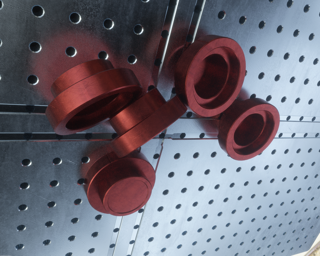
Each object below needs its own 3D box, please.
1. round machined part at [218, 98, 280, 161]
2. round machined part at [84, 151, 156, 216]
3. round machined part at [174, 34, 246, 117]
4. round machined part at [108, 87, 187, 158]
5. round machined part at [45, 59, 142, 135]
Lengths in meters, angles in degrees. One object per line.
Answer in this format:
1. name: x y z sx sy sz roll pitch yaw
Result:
1. round machined part: 0.130 -0.002 0.472 0.099 0.042 0.097 -14 125 -21
2. round machined part: -0.050 0.081 0.425 0.099 0.042 0.097 -14 125 -21
3. round machined part: 0.057 -0.066 0.385 0.099 0.042 0.097 -17 121 -31
4. round machined part: -0.020 -0.011 0.360 0.098 0.098 0.042 -36 94 -5
5. round machined part: -0.071 -0.035 0.319 0.098 0.042 0.098 -29 173 -4
